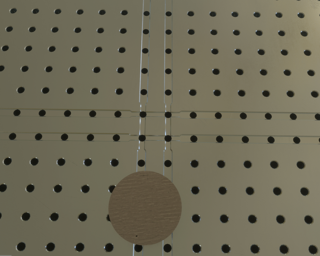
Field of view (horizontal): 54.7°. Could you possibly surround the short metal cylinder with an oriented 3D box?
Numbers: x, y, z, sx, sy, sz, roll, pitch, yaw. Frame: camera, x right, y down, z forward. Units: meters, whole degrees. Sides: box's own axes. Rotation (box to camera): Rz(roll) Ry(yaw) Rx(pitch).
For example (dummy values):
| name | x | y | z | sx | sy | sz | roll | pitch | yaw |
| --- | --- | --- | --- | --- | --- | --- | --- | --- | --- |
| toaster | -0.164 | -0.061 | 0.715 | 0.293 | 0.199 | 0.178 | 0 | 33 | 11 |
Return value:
| name | x | y | z | sx | sy | sz | roll | pitch | yaw |
| --- | --- | --- | --- | --- | --- | --- | --- | --- | --- |
| short metal cylinder | -0.016 | 0.095 | 0.364 | 0.081 | 0.050 | 0.080 | 0 | 70 | 0 |
